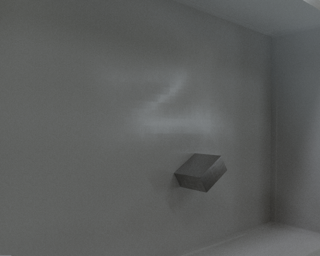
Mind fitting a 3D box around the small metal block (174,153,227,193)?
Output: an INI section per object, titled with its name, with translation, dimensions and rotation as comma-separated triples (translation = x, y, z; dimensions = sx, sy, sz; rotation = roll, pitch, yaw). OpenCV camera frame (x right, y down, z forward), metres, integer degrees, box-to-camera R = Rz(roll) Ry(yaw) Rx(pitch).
[small metal block]
translation = 0.057, 0.062, 0.437
dimensions = 0.050, 0.050, 0.025
rotation = -38, 113, -33
